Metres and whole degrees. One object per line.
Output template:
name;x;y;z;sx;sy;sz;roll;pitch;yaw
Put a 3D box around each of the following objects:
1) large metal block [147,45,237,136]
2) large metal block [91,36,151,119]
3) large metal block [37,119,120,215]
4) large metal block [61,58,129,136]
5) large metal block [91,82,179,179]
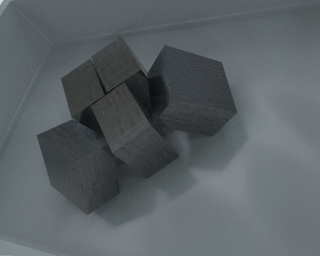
large metal block;0.035;-0.043;0.367;0.050;0.081;0.080;-52;36;46
large metal block;-0.042;-0.065;0.429;0.050;0.080;0.080;-34;52;6
large metal block;-0.099;0.046;0.382;0.080;0.079;0.050;24;40;36
large metal block;-0.086;-0.036;0.434;0.050;0.080;0.080;-33;52;7
large metal block;-0.030;0.004;0.380;0.050;0.080;0.080;-36;51;4
